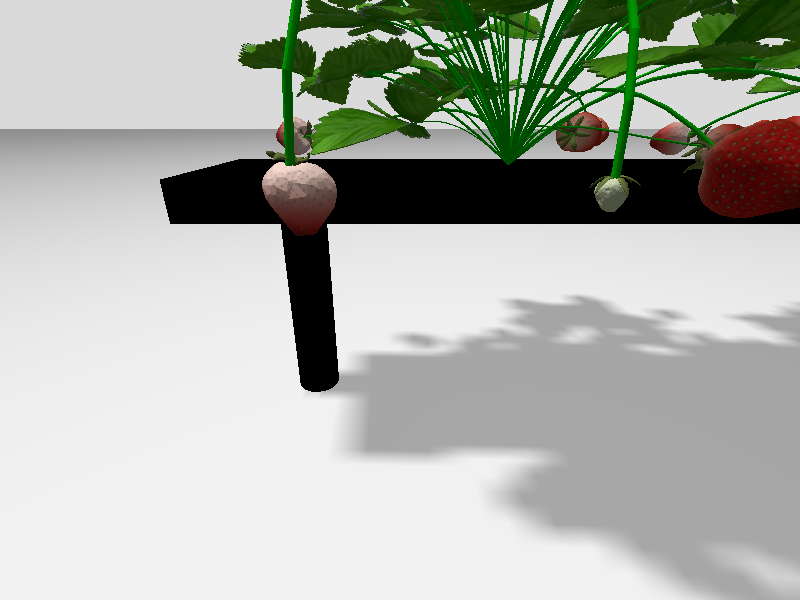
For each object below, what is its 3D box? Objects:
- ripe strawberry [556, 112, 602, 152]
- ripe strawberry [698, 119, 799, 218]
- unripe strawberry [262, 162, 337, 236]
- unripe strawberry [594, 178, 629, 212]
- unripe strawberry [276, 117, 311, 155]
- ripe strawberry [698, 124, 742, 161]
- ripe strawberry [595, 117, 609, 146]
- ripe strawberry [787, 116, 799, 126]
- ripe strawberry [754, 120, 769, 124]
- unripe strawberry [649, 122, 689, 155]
[{"bbox_3d":[0.194,-0.180,0.430,0.046,0.039,0.046,20,31,37],"label":"ripe strawberry"},{"bbox_3d":[0.134,-0.046,0.148,0.034,0.036,0.037,-5,34,-12],"label":"ripe strawberry"},{"bbox_3d":[-0.030,-0.030,0.120,0.022,0.022,0.019,12,27,25],"label":"unripe strawberry"},{"bbox_3d":[0.059,-0.030,0.113,0.009,0.010,0.010,3,25,7],"label":"unripe strawberry"},{"bbox_3d":[-0.115,-0.176,0.430,0.039,0.038,0.036,12,27,27],"label":"unripe strawberry"},{"bbox_3d":[0.248,-0.117,0.303,0.035,0.030,0.035,4,25,8],"label":"ripe strawberry"},{"bbox_3d":[0.240,-0.207,0.498,0.039,0.035,0.035,18,12,34],"label":"ripe strawberry"},{"bbox_3d":[0.415,-0.178,0.434,0.040,0.039,0.037,21,32,39],"label":"ripe strawberry"},{"bbox_3d":[0.466,-0.216,0.521,0.033,0.034,0.036,-8,25,-17],"label":"ripe strawberry"},{"bbox_3d":[0.280,-0.168,0.417,0.034,0.033,0.031,4,24,21],"label":"unripe strawberry"}]
